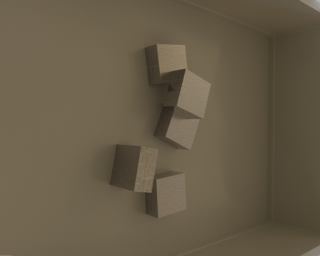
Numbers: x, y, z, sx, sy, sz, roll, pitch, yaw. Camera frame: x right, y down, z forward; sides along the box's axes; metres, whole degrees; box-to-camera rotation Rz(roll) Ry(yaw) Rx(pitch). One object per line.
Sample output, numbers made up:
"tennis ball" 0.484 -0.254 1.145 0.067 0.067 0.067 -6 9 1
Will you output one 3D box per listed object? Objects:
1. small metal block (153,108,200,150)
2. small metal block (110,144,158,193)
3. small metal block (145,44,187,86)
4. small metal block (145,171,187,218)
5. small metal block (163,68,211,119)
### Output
"small metal block" 0.024 -0.002 0.429 0.050 0.025 0.050 30 72 -37
"small metal block" -0.031 0.047 0.366 0.025 0.050 0.050 15 81 -40
"small metal block" 0.010 -0.085 0.417 0.050 0.025 0.050 -11 97 -40
"small metal block" 0.008 0.088 0.415 0.050 0.025 0.050 -5 94 -40
"small metal block" 0.037 -0.043 0.407 0.050 0.025 0.050 23 76 -38
